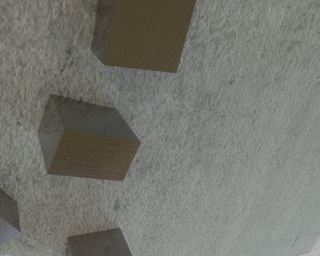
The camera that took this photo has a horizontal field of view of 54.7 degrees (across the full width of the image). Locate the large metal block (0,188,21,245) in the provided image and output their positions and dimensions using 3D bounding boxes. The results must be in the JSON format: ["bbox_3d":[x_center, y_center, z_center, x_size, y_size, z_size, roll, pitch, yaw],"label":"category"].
[{"bbox_3d":[-0.214,0.098,0.335,0.080,0.050,0.080,-32,129,-8],"label":"large metal block"}]

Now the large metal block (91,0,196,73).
[{"bbox_3d":[-0.019,-0.106,0.316,0.081,0.050,0.079,1,118,-29],"label":"large metal block"}]

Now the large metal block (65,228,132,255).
[{"bbox_3d":[-0.087,0.198,0.448,0.081,0.080,0.050,0,119,-29],"label":"large metal block"}]

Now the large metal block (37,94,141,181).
[{"bbox_3d":[-0.079,0.010,0.335,0.081,0.080,0.050,13,112,-34],"label":"large metal block"}]
